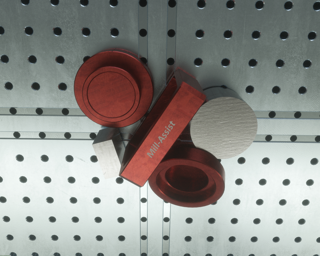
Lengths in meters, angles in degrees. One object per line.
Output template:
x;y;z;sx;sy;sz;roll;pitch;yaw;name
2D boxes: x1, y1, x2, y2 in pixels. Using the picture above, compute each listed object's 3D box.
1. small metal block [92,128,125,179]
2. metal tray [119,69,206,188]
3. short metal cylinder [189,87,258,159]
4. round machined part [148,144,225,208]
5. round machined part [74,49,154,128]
-0.064;0.031;0.406;0.025;0.050;0.050;-14;110;5;small metal block
0.001;-0.003;0.373;0.030;0.090;0.129;31;107;-11;metal tray
0.076;-0.007;0.394;0.081;0.050;0.079;0;110;0;short metal cylinder
0.037;0.059;0.410;0.098;0.042;0.097;7;132;8;round machined part
-0.057;-0.045;0.382;0.099;0.042;0.097;0;110;0;round machined part
